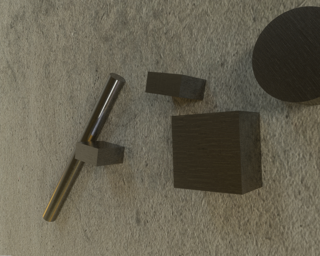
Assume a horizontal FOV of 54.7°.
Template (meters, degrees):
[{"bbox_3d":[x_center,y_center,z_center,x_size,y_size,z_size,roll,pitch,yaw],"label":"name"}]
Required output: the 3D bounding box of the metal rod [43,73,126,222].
[{"bbox_3d":[-0.132,0.044,0.510,0.025,0.025,0.298,45,116,30],"label":"metal rod"}]

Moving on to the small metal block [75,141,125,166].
[{"bbox_3d":[-0.089,0.037,0.460,0.050,0.050,0.025,12,98,39],"label":"small metal block"}]

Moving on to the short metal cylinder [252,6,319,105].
[{"bbox_3d":[0.132,-0.061,0.279,0.080,0.050,0.079,0,90,39],"label":"short metal cylinder"}]

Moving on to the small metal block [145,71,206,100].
[{"bbox_3d":[0.019,-0.050,0.371,0.050,0.050,0.025,13,99,39],"label":"small metal block"}]

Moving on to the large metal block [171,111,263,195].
[{"bbox_3d":[0.061,0.025,0.337,0.080,0.050,0.079,-3,88,39],"label":"large metal block"}]
